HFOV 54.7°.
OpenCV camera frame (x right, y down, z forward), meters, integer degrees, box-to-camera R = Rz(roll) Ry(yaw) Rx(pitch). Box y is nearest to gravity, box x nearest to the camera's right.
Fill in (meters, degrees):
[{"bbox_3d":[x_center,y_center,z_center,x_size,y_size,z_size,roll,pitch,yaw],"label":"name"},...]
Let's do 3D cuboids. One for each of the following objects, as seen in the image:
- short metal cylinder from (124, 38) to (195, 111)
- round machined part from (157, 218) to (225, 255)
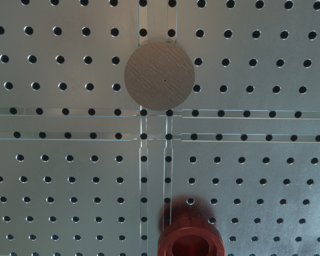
[{"bbox_3d":[0.000,-0.066,0.376,0.081,0.050,0.079,0,110,0],"label":"short metal cylinder"},{"bbox_3d":[0.046,0.177,0.470,0.099,0.042,0.097,0,110,0],"label":"round machined part"}]
